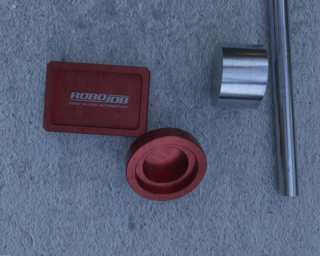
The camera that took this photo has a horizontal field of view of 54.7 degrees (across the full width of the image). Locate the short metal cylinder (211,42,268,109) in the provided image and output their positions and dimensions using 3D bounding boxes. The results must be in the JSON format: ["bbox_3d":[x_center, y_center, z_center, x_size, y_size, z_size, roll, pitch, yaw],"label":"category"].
[{"bbox_3d":[0.095,-0.064,0.384,0.050,0.080,0.079,3,90,0],"label":"short metal cylinder"}]

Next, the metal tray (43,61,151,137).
[{"bbox_3d":[-0.080,-0.036,0.406,0.131,0.030,0.089,4,90,-1],"label":"metal tray"}]

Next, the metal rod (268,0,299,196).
[{"bbox_3d":[0.164,-0.061,0.412,0.025,0.025,0.298,-3,90,-1],"label":"metal rod"}]

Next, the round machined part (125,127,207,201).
[{"bbox_3d":[0.006,0.041,0.388,0.099,0.042,0.097,-5,121,-7],"label":"round machined part"}]
